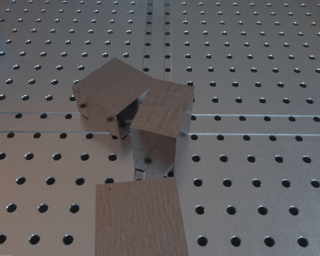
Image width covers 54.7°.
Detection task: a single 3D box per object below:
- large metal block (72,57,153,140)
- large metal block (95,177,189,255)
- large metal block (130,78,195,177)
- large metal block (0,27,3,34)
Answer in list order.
[{"bbox_3d":[-0.059,-0.043,0.426,0.080,0.050,0.080,32,57,23],"label":"large metal block"},{"bbox_3d":[-0.020,0.100,0.308,0.081,0.050,0.080,-5,50,-5],"label":"large metal block"},{"bbox_3d":[0.005,0.001,0.371,0.050,0.080,0.080,14,51,11],"label":"large metal block"},{"bbox_3d":[-0.333,-0.189,0.527,0.050,0.080,0.080,33,57,24],"label":"large metal block"}]
